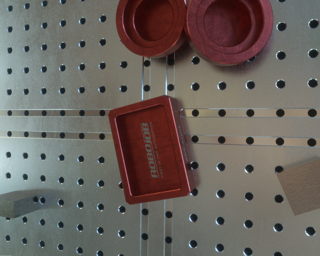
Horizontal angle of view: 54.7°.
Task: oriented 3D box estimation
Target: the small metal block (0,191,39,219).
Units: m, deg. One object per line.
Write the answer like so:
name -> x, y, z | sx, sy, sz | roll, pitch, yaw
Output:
small metal block -> -0.226, 0.118, 0.479 | 0.050, 0.050, 0.025 | 2, 91, 20

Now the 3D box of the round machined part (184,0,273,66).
round machined part -> 0.077, -0.122, 0.364 | 0.099, 0.042, 0.097 | 0, 94, -5

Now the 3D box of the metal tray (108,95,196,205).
metal tray -> -0.012, 0.030, 0.413 | 0.090, 0.030, 0.129 | -14, 85, 19

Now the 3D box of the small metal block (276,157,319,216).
small metal block -> 0.167, 0.066, 0.353 | 0.050, 0.025, 0.050 | -24, 82, 18

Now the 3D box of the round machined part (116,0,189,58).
round machined part -> -0.005, -0.140, 0.401 | 0.098, 0.042, 0.097 | 3, 97, 24
